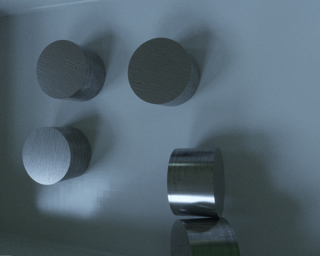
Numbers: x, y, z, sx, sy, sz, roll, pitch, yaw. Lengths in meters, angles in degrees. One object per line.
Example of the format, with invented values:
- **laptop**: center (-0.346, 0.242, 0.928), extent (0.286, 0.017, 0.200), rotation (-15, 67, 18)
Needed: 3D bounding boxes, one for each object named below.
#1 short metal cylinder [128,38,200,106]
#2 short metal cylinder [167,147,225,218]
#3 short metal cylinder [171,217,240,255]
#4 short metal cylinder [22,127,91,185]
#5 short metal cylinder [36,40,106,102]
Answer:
- **short metal cylinder**: center (0.006, -0.068, 0.394), extent (0.080, 0.050, 0.079), rotation (0, 90, 19)
- **short metal cylinder**: center (0.045, 0.063, 0.365), extent (0.050, 0.080, 0.079), rotation (-3, 89, 19)
- **short metal cylinder**: center (0.047, 0.140, 0.338), extent (0.050, 0.080, 0.079), rotation (1, 90, -14)
- **short metal cylinder**: center (-0.148, 0.038, 0.448), extent (0.080, 0.050, 0.079), rotation (0, 90, 19)
- **short metal cylinder**: center (-0.125, -0.079, 0.440), extent (0.080, 0.050, 0.079), rotation (0, 90, 19)
